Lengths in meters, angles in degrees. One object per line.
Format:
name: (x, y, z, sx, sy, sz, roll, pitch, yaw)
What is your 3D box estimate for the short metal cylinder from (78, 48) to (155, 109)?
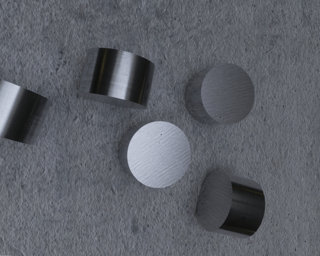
short metal cylinder: (-0.049, -0.055, 0.361, 0.081, 0.080, 0.050, 12, 86, -20)

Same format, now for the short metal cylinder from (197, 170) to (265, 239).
short metal cylinder: (0.093, 0.102, 0.414, 0.050, 0.080, 0.080, 19, 84, -19)

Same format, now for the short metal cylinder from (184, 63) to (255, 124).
short metal cylinder: (0.081, -0.045, 0.425, 0.081, 0.050, 0.080, 0, 90, -20)

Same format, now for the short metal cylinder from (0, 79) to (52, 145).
short metal cylinder: (-0.161, -0.019, 0.320, 0.080, 0.080, 0.050, 22, 83, -19)

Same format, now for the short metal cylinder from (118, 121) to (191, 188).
short metal cylinder: (-0.008, 0.031, 0.393, 0.081, 0.050, 0.080, 0, 90, -20)
